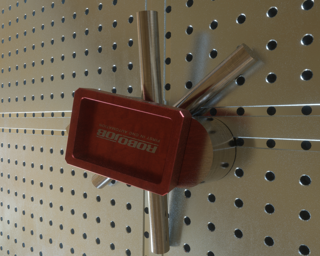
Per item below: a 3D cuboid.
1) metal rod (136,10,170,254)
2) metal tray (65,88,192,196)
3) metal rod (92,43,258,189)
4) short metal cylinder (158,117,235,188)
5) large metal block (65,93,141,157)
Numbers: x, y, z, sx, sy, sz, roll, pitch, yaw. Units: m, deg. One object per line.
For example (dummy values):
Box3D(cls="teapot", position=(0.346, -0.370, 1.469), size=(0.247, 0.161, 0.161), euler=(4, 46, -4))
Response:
Box3D(cls="metal rod", position=(-0.007, 0.013, 0.384), size=(0.025, 0.025, 0.298), euler=(5, 102, 39))
Box3D(cls="metal tray", position=(-0.038, 0.011, 0.344), size=(0.130, 0.030, 0.089), euler=(14, 99, 20))
Box3D(cls="metal rod", position=(0.000, 0.002, 0.408), size=(0.299, 0.025, 0.025), euler=(-41, 66, 32))
Box3D(cls="short metal cylinder", position=(0.039, 0.026, 0.358), size=(0.080, 0.050, 0.079), euler=(0, 90, 39))
Box3D(cls="large metal block", position=(-0.068, -0.001, 0.426), size=(0.080, 0.081, 0.050), euler=(-41, 65, 32))
